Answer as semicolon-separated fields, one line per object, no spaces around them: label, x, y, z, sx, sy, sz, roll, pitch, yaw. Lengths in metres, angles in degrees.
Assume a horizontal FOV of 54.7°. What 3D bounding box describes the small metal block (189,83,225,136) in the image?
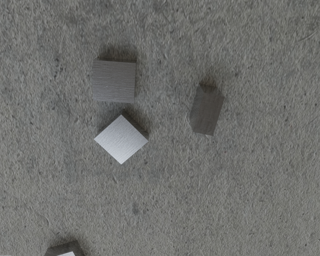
small metal block;0.057;-0.024;0.388;0.025;0.050;0.050;12;110;-5

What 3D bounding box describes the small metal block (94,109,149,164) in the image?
small metal block;-0.050;0.012;0.413;0.050;0.025;0.050;-41;105;13

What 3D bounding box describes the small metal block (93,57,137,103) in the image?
small metal block;-0.056;-0.060;0.387;0.050;0.025;0.050;4;110;-2

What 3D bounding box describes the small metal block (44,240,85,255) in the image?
small metal block;-0.146;0.210;0.486;0.050;0.025;0.050;-18;109;6
